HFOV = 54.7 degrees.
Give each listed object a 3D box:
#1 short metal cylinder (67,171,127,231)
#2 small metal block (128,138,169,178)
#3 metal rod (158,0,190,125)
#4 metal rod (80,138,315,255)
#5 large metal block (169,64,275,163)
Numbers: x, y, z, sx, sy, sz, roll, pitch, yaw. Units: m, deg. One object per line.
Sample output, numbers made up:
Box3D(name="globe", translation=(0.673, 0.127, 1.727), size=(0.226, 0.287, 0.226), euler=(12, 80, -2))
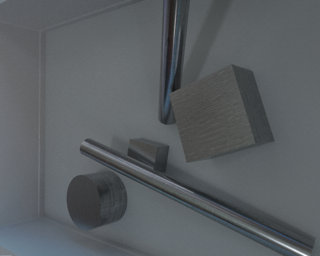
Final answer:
Box3D(name="short metal cylinder", translation=(-0.096, 0.108, 0.467), size=(0.080, 0.050, 0.079), euler=(0, 90, 39))
Box3D(name="small metal block", translation=(-0.018, 0.044, 0.420), size=(0.050, 0.025, 0.050), euler=(13, 98, 39))
Box3D(name="metal rod", translation=(0.016, -0.118, 0.294), size=(0.025, 0.025, 0.298), euler=(41, 146, 32))
Box3D(name="metal rod", translation=(0.019, 0.072, 0.364), size=(0.300, 0.025, 0.025), euler=(21, 103, 29))
Box3D(name="large metal block", translation=(0.065, -0.012, 0.336), size=(0.080, 0.050, 0.080), euler=(-22, 76, 37))
